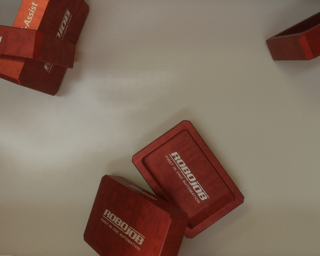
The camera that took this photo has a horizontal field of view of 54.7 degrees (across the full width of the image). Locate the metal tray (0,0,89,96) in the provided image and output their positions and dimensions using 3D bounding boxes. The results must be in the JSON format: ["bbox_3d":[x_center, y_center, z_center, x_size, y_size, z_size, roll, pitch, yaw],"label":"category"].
[{"bbox_3d":[-0.137,-0.110,0.375,0.030,0.090,0.129,21,90,8],"label":"metal tray"}]

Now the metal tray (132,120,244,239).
[{"bbox_3d":[0.036,0.065,0.408,0.090,0.030,0.130,-35,90,0],"label":"metal tray"}]

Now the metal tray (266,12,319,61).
[{"bbox_3d":[0.209,-0.126,0.377,0.130,0.090,0.030,-28,104,0],"label":"metal tray"}]

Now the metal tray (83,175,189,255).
[{"bbox_3d":[-0.034,0.118,0.367,0.030,0.130,0.090,18,90,-45],"label":"metal tray"}]

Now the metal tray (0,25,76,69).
[{"bbox_3d":[-0.180,-0.099,0.367,0.131,0.090,0.030,10,96,8],"label":"metal tray"}]
